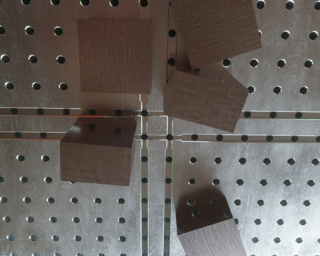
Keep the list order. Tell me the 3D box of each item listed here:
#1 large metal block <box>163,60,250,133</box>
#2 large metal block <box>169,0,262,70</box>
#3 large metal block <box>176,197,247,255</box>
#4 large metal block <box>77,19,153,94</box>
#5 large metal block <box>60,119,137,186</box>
[{"bbox_3d":[0.049,-0.041,0.369,0.080,0.080,0.050,15,110,-6],"label":"large metal block"},{"bbox_3d":[0.062,-0.121,0.356,0.080,0.050,0.080,-18,109,6],"label":"large metal block"},{"bbox_3d":[0.076,0.161,0.460,0.080,0.050,0.080,-20,109,7],"label":"large metal block"},{"bbox_3d":[-0.050,-0.086,0.368,0.080,0.050,0.079,2,110,-1],"label":"large metal block"},{"bbox_3d":[-0.074,0.028,0.394,0.080,0.080,0.050,5,110,-2],"label":"large metal block"}]
